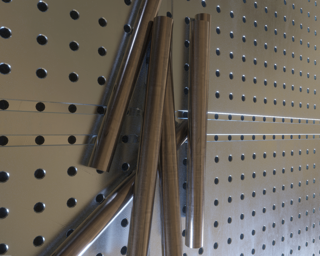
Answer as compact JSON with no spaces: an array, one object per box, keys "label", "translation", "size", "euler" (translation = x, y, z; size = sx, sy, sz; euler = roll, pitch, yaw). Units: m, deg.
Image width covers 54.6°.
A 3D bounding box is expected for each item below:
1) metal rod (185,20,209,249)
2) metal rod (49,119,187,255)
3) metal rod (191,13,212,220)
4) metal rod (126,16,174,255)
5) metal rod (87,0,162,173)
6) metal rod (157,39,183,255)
[{"label":"metal rod","translation":[0.049,0.011,0.415],"size":[0.025,0.025,0.298],"euler":[-3,96,-40]},{"label":"metal rod","translation":[-0.053,0.089,0.363],"size":[0.301,0.025,0.025],"euler":[-45,117,-31]},{"label":"metal rod","translation":[0.057,-0.017,0.455],"size":[0.025,0.025,0.298],"euler":[4,87,-40]},{"label":"metal rod","translation":[-0.012,0.016,0.365],"size":[0.025,0.025,0.299],"euler":[11,82,-39]},{"label":"metal rod","translation":[-0.030,-0.094,0.382],"size":[0.025,0.025,0.299],"euler":[26,74,-37]},{"label":"metal rod","translation":[0.008,0.021,0.385],"size":[0.025,0.025,0.299],"euler":[5,78,-40]}]
